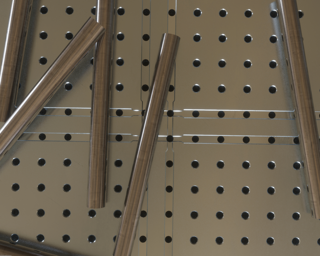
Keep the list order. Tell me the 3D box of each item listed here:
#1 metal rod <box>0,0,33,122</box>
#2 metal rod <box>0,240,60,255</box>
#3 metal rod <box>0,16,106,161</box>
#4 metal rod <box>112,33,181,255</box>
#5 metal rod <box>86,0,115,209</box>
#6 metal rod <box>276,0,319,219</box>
[{"bbox_3d":[-0.185,-0.156,0.412,0.025,0.025,0.298,9,90,0],"label":"metal rod"},{"bbox_3d":[-0.122,0.188,0.412,0.301,0.025,0.025,16,90,0],"label":"metal rod"},{"bbox_3d":[-0.174,-0.017,0.399,0.025,0.025,0.300,41,95,0],"label":"metal rod"},{"bbox_3d":[-0.018,0.024,0.413,0.025,0.025,0.299,13,90,0],"label":"metal rod"},{"bbox_3d":[-0.078,-0.045,0.412,0.025,0.025,0.298,3,90,0],"label":"metal rod"},{"bbox_3d":[0.191,-0.030,0.414,0.025,0.025,0.298,-9,90,0],"label":"metal rod"}]
